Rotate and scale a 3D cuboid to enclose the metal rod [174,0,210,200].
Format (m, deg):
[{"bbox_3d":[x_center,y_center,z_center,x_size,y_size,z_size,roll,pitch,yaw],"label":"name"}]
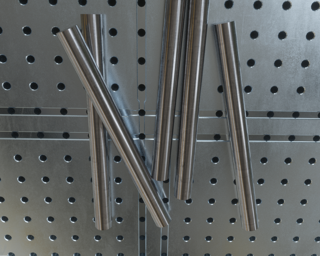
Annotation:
[{"bbox_3d":[0.040,-0.042,0.398,0.025,0.025,0.298,2,110,-1],"label":"metal rod"}]

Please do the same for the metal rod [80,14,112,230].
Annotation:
[{"bbox_3d":[-0.082,0.006,0.414,0.025,0.025,0.298,1,110,-1],"label":"metal rod"}]

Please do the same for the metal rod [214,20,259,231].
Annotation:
[{"bbox_3d":[0.107,0.011,0.419,0.025,0.025,0.298,-11,110,4],"label":"metal rod"}]

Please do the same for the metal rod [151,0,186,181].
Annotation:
[{"bbox_3d":[0.012,-0.070,0.387,0.025,0.025,0.298,4,110,-2],"label":"metal rod"}]

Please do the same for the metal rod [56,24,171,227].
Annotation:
[{"bbox_3d":[-0.048,0.016,0.400,0.025,0.025,0.299,-20,116,7],"label":"metal rod"}]
